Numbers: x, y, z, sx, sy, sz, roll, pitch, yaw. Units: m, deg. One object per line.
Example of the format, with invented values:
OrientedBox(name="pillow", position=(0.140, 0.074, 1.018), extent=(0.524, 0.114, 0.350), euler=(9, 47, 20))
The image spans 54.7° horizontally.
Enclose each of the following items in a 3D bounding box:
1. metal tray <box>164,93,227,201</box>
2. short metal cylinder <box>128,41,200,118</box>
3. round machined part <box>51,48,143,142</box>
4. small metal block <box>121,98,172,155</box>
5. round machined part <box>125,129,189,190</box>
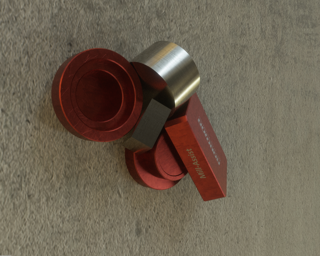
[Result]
OrientedBox(name="metal tray", position=(0.053, 0.022, 0.421), extent=(0.130, 0.030, 0.090), euler=(61, 24, -22))
OrientedBox(name="short metal cylinder", position=(0.000, -0.057, 0.373), extent=(0.050, 0.080, 0.080), euler=(-45, 118, -31))
OrientedBox(name="round machined part", position=(-0.070, -0.034, 0.338), extent=(0.099, 0.042, 0.097), euler=(0, 90, -40))
OrientedBox(name="small metal block", position=(-0.017, 0.000, 0.355), extent=(0.025, 0.050, 0.050), euler=(31, 69, -10))
OrientedBox(name="round machined part", position=(0.007, 0.032, 0.403), extent=(0.099, 0.042, 0.097), euler=(0, 90, -40))
